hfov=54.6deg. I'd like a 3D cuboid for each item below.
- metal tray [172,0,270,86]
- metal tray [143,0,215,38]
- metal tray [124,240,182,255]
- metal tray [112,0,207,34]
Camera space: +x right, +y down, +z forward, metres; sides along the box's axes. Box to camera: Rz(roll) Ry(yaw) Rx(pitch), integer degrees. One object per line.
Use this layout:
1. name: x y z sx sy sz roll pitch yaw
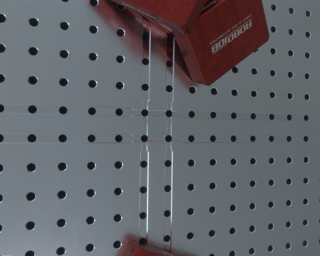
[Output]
1. metal tray: 0.088 -0.130 0.425 0.131 0.030 0.090 -38 125 -16
2. metal tray: 0.017 -0.180 0.415 0.130 0.030 0.090 30 80 -18
3. metal tray: 0.005 0.214 0.411 0.131 0.030 0.090 25 82 -18
4. metal tray: -0.005 -0.179 0.364 0.130 0.030 0.090 29 95 13
